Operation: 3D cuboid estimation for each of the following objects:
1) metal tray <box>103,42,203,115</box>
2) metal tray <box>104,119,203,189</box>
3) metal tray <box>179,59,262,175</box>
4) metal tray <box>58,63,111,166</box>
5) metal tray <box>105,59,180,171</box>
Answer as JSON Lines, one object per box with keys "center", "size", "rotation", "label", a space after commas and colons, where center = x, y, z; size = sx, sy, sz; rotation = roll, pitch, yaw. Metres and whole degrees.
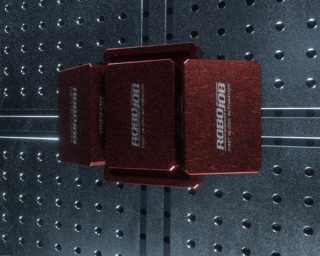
{"center": [-0.011, -0.061, 0.412], "size": [0.130, 0.030, 0.089], "rotation": [1, 91, 19], "label": "metal tray"}
{"center": [-0.010, 0.029, 0.413], "size": [0.130, 0.030, 0.089], "rotation": [1, 91, 19], "label": "metal tray"}
{"center": [0.070, -0.013, 0.365], "size": [0.091, 0.030, 0.129], "rotation": [-1, 90, -8], "label": "metal tray"}
{"center": [-0.106, -0.017, 0.427], "size": [0.090, 0.030, 0.129], "rotation": [0, 90, 45], "label": "metal tray"}
{"center": [-0.021, -0.015, 0.384], "size": [0.090, 0.030, 0.129], "rotation": [0, 90, 19], "label": "metal tray"}
